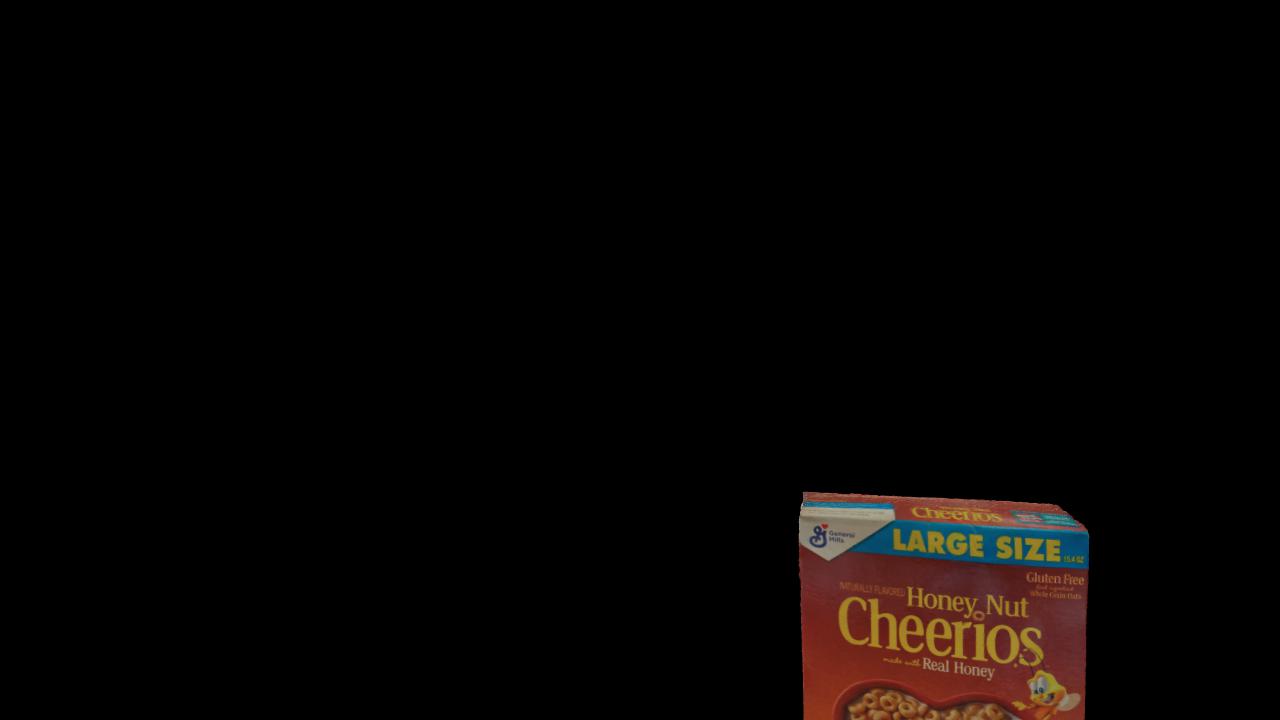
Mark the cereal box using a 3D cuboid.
[{"bbox_3d":[0.237,0.267,0.505,0.203,0.306,0.081,0,6,18],"label":"cereal box"}]
